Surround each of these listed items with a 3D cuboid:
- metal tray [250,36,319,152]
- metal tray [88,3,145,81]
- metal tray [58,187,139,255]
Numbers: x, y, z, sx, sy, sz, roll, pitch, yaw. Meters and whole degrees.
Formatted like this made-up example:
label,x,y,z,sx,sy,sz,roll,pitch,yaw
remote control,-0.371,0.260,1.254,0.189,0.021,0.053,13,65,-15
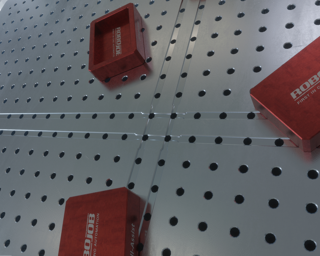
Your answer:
label,x,y,z,sx,sy,sz,roll,pitch,yaw
metal tray,0.179,-0.047,0.340,0.130,0.030,0.090,-38,51,2
metal tray,-0.077,-0.151,0.539,0.090,0.030,0.130,-19,54,17
metal tray,-0.072,0.140,0.358,0.090,0.030,0.130,-14,56,20
